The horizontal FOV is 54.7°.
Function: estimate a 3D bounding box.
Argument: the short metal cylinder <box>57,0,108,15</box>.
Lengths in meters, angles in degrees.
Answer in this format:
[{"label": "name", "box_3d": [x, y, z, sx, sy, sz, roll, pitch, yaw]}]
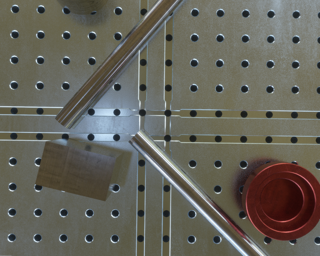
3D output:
[{"label": "short metal cylinder", "box_3d": [-0.106, -0.195, 0.399, 0.081, 0.050, 0.079, 0, 90, -1]}]

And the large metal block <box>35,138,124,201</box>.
[{"label": "large metal block", "box_3d": [-0.094, 0.048, 0.385, 0.080, 0.080, 0.050, 14, 90, -1]}]

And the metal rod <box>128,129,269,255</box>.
[{"label": "metal rod", "box_3d": [0.073, 0.116, 0.414, 0.025, 0.025, 0.300, -45, 91, 0]}]

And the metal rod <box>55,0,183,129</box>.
[{"label": "metal rod", "box_3d": [-0.031, -0.119, 0.412, 0.025, 0.025, 0.300, 41, 90, -1]}]

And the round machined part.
[{"label": "round machined part", "box_3d": [0.156, 0.092, 0.407, 0.099, 0.042, 0.097, 0, 90, -1]}]
